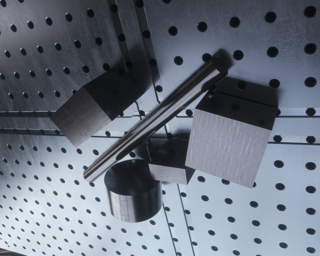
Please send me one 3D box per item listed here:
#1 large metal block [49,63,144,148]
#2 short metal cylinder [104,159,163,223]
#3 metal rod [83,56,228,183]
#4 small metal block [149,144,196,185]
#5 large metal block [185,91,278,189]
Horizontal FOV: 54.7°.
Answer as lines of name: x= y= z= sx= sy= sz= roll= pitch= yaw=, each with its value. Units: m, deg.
large metal block: x=-0.080 y=-0.029 z=0.399 sx=0.080 sy=0.080 sz=0.050 roll=-32 pitch=101 yaw=38
short metal cylinder: x=-0.037 y=0.089 z=0.448 sx=0.080 sy=0.080 sz=0.050 roll=11 pitch=123 yaw=22
metal rod: x=-0.026 y=0.006 z=0.427 sx=0.025 sy=0.025 sz=0.299 roll=47 pitch=129 yaw=-5
small metal block: x=0.020 y=0.047 z=0.413 sx=0.050 sy=0.050 sz=0.025 roll=5 pitch=121 yaw=25
large metal block: x=0.080 y=0.012 z=0.356 sx=0.080 sy=0.050 sz=0.079 roll=18 pitch=125 yaw=17
